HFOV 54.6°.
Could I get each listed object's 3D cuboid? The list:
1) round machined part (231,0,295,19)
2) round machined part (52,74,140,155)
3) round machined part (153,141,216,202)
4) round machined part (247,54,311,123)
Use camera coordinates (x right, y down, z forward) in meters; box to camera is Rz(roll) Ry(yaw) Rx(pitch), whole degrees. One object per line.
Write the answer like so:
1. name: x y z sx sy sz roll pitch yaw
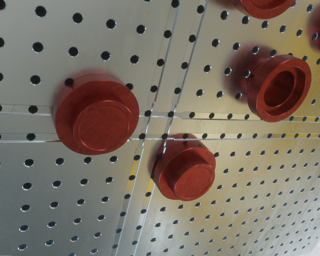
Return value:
1. round machined part: 0.117 -0.178 0.353 0.099 0.042 0.097 -14 124 -21
2. round machined part: -0.069 -0.009 0.356 0.099 0.042 0.097 -14 124 -21
3. round machined part: 0.043 0.071 0.467 0.099 0.042 0.097 -14 124 -21
4. round machined part: 0.168 -0.060 0.453 0.099 0.042 0.097 -14 124 -21
